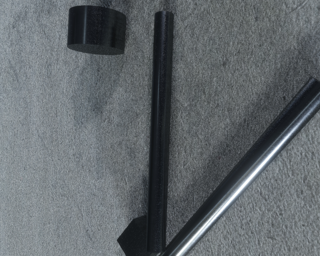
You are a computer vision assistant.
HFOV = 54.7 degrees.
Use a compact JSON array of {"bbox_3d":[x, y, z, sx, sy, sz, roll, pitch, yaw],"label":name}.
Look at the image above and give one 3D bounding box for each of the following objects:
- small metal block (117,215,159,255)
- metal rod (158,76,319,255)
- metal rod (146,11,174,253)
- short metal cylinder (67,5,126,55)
[{"bbox_3d":[-0.026,0.158,0.427,0.050,0.025,0.050,50,119,28],"label":"small metal block"},{"bbox_3d":[0.074,0.073,0.344,0.025,0.025,0.298,48,118,29],"label":"metal rod"},{"bbox_3d":[0.000,0.003,0.394,0.025,0.025,0.298,0,87,40],"label":"metal rod"},{"bbox_3d":[-0.090,-0.137,0.443,0.080,0.081,0.050,7,94,40],"label":"short metal cylinder"}]
